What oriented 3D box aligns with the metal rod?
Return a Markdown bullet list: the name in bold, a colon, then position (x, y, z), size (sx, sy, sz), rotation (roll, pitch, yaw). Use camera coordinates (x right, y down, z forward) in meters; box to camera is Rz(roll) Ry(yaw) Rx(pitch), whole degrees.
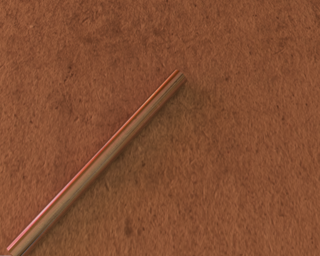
- **metal rod**: position (-0.069, 0.035, 0.394), size (0.025, 0.025, 0.301), rotation (38, 74, 12)
